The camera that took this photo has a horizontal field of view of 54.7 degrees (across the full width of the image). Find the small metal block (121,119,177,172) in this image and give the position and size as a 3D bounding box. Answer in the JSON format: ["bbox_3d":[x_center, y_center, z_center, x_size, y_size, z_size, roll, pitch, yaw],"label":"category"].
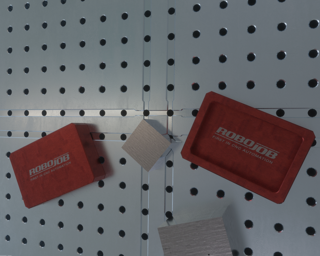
[{"bbox_3d":[-0.015,0.023,0.418,0.050,0.025,0.050,41,103,15],"label":"small metal block"}]

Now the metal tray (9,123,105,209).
[{"bbox_3d":[-0.156,0.057,0.465,0.130,0.030,0.090,-24,82,18],"label":"metal tray"}]

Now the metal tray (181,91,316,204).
[{"bbox_3d":[0.102,0.020,0.373,0.130,0.030,0.090,25,98,18],"label":"metal tray"}]

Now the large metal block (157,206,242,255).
[{"bbox_3d":[0.052,0.148,0.381,0.080,0.050,0.080,-16,85,19],"label":"large metal block"}]
